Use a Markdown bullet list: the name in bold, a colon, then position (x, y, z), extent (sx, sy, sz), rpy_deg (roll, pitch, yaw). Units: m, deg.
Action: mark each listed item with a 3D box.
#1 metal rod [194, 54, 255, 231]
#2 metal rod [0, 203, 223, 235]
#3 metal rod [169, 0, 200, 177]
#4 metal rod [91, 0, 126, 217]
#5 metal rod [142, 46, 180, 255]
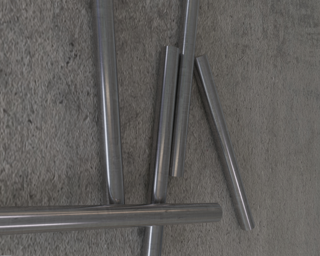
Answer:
- **metal rod**: position (0.103, 0.032, 0.490), extent (0.025, 0.025, 0.298), rpy_deg (-31, 109, -36)
- **metal rod**: position (-0.055, 0.094, 0.328), extent (0.302, 0.025, 0.025), rpy_deg (7, 85, -31)
- **metal rod**: position (0.034, -0.083, 0.432), extent (0.025, 0.025, 0.298), rpy_deg (10, 84, -40)
- **metal rod**: position (-0.060, -0.040, 0.354), extent (0.025, 0.025, 0.298), rpy_deg (-5, 93, -40)
- **metal rod**: position (0.000, 0.042, 0.404), extent (0.025, 0.025, 0.298), rpy_deg (9, 85, -40)
